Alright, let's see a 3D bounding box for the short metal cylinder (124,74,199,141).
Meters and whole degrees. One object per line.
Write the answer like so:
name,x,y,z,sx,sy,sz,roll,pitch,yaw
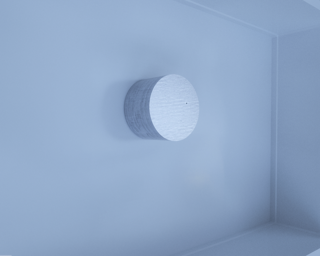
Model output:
short metal cylinder,0.003,-0.024,0.389,0.081,0.050,0.080,0,90,-40
